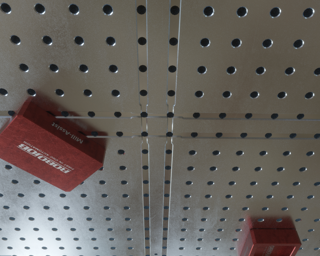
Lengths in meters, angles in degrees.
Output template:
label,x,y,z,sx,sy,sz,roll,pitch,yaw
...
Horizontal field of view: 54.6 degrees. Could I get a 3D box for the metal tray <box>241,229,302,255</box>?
label,x,y,z,sx,sy,sz,roll,pitch,yaw
metal tray,0.217,0.252,0.623,0.090,0.030,0.129,0,130,-1

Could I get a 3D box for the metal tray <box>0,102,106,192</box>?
label,x,y,z,sx,sy,sz,roll,pitch,yaw
metal tray,-0.155,0.031,0.434,0.130,0.030,0.090,37,121,-27
